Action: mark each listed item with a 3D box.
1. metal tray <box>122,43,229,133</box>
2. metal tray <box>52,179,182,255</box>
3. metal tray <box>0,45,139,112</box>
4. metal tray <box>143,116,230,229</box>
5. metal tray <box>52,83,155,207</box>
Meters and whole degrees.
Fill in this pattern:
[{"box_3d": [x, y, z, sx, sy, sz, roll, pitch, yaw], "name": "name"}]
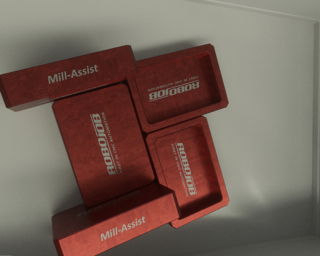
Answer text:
[{"box_3d": [0.021, -0.054, 0.415, 0.131, 0.030, 0.089, -18, 96, -20], "name": "metal tray"}, {"box_3d": [-0.053, 0.101, 0.354, 0.131, 0.090, 0.030, -18, 97, -19], "name": "metal tray"}, {"box_3d": [-0.098, -0.052, 0.336, 0.131, 0.090, 0.030, -19, 97, -19], "name": "metal tray"}, {"box_3d": [0.034, 0.057, 0.420, 0.091, 0.030, 0.129, -19, 97, -19], "name": "metal tray"}, {"box_3d": [-0.068, 0.019, 0.380, 0.091, 0.030, 0.129, -19, 97, -19], "name": "metal tray"}]
